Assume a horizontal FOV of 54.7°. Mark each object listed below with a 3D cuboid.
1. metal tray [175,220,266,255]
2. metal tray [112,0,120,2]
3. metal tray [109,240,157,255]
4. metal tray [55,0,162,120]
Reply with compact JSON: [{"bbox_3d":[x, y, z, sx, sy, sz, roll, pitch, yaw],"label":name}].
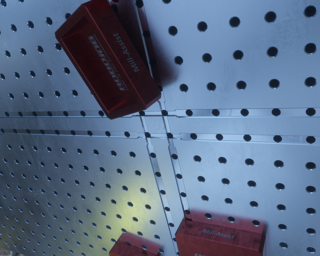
[{"bbox_3d":[0.094,0.196,0.479,0.130,0.030,0.089,3,120,26],"label":"metal tray"},{"bbox_3d":[-0.094,-0.187,0.304,0.130,0.090,0.030,31,83,7],"label":"metal tray"},{"bbox_3d":[-0.050,0.289,0.611,0.090,0.030,0.129,14,124,19],"label":"metal tray"},{"bbox_3d":[-0.064,-0.077,0.375,0.090,0.030,0.130,-12,114,52],"label":"metal tray"}]
